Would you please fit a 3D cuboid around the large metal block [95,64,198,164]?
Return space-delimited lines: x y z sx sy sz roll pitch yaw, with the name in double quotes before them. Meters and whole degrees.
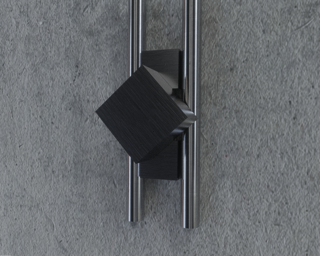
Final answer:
"large metal block" -0.015 -0.015 0.373 0.080 0.050 0.080 -43 77 15

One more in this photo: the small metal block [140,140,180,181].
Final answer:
"small metal block" 0.002 0.041 0.407 0.050 0.025 0.050 1 90 19

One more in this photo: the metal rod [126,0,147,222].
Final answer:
"metal rod" -0.032 -0.025 0.421 0.025 0.025 0.298 1 90 19

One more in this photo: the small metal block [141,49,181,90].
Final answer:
"small metal block" 0.004 -0.075 0.407 0.050 0.025 0.050 1 90 19

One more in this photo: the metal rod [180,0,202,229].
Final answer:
"metal rod" 0.040 -0.024 0.396 0.025 0.025 0.298 1 90 19
